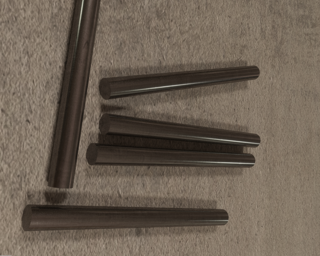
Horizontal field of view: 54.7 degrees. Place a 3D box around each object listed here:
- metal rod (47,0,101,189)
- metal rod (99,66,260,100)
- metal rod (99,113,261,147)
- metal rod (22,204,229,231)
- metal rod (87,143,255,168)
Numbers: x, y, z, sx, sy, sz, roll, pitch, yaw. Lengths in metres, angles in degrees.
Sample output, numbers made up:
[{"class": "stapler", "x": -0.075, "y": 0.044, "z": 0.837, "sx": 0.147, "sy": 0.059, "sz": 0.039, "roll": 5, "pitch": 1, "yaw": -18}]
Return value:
[{"class": "metal rod", "x": -0.085, "y": -0.087, "z": 0.334, "sx": 0.025, "sy": 0.025, "sz": 0.298, "roll": 12, "pitch": 83, "yaw": -40}, {"class": "metal rod", "x": 0.051, "y": -0.071, "z": 0.449, "sx": 0.302, "sy": 0.025, "sz": 0.025, "roll": -13, "pitch": 99, "yaw": -39}, {"class": "metal rod", "x": 0.052, "y": 0.009, "z": 0.450, "sx": 0.302, "sy": 0.025, "sz": 0.025, "roll": 7, "pitch": 86, "yaw": -40}, {"class": "metal rod", "x": -0.015, "y": 0.114, "z": 0.394, "sx": 0.302, "sy": 0.025, "sz": 0.025, "roll": 14, "pitch": 81, "yaw": -39}, {"class": "metal rod", "x": 0.040, "y": 0.043, "z": 0.440, "sx": 0.302, "sy": 0.025, "sz": 0.025, "roll": 7, "pitch": 86, "yaw": -40}]
